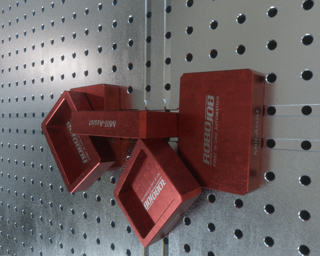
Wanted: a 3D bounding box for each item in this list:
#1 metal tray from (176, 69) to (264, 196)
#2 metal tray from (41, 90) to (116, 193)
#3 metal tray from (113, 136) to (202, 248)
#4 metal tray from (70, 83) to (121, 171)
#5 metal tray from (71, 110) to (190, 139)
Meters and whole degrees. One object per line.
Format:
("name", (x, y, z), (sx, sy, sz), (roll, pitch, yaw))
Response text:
("metal tray", (0.065, 0.002, 0.350), (0.090, 0.030, 0.129), (4, 92, 39))
("metal tray", (-0.127, 0.019, 0.466), (0.090, 0.030, 0.130), (-45, 64, 30))
("metal tray", (-0.010, 0.080, 0.388), (0.090, 0.030, 0.129), (53, 138, 26))
("metal tray", (-0.104, 0.000, 0.490), (0.090, 0.030, 0.129), (-1, 90, 40))
("metal tray", (-0.039, -0.006, 0.396), (0.130, 0.091, 0.030), (2, 92, 39))
